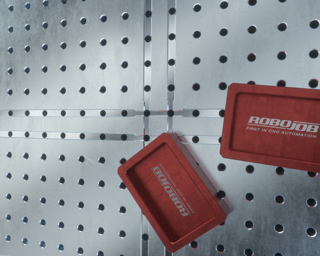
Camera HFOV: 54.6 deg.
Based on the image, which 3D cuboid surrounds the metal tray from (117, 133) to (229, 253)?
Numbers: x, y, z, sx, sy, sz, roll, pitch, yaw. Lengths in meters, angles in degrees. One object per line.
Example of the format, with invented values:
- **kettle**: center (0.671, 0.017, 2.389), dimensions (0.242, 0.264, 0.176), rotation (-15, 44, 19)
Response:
- **metal tray**: center (0.015, 0.081, 0.404), dimensions (0.090, 0.030, 0.130), rotation (-38, 78, 16)

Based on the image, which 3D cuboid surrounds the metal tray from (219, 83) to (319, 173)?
- **metal tray**: center (0.141, -0.001, 0.359), dimensions (0.130, 0.030, 0.090), rotation (8, 93, 19)
